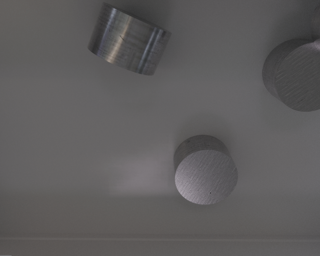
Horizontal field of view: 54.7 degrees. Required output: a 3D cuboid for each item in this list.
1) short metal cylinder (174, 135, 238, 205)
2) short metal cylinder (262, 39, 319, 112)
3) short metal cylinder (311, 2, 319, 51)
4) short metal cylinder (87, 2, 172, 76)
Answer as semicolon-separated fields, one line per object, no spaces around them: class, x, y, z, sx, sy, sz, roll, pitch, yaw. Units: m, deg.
short metal cylinder;0.059;0.055;0.419;0.081;0.050;0.079;0;110;0
short metal cylinder;0.172;-0.065;0.375;0.081;0.050;0.079;0;110;0
short metal cylinder;0.202;-0.105;0.308;0.081;0.050;0.079;0;110;-1
short metal cylinder;-0.034;-0.099;0.345;0.080;0.080;0.050;22;109;-8
